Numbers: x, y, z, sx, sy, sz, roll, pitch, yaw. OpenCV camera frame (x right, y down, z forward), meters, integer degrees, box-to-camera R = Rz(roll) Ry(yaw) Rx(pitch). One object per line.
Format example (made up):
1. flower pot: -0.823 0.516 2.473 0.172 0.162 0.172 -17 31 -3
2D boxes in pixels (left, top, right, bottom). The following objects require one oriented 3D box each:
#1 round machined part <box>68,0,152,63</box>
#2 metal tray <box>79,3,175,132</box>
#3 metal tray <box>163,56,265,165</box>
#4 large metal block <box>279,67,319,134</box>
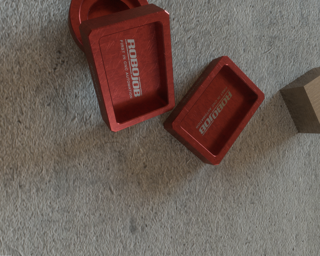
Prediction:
1. round machined part: -0.061 -0.127 0.378 0.099 0.042 0.097 0 90 -21
2. metal tray: -0.032 -0.066 0.359 0.091 0.030 0.129 -22 132 -19
3. metal tray: 0.078 -0.025 0.436 0.090 0.030 0.130 41 77 -16
4. large metal block: 0.251 -0.046 0.491 0.080 0.050 0.080 -31 101 -18
